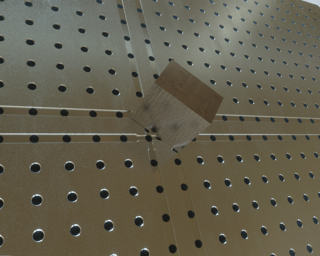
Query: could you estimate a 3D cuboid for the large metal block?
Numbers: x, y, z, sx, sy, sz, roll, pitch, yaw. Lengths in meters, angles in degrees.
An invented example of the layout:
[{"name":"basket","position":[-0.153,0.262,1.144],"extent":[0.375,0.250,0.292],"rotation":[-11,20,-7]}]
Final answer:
[{"name":"large metal block","position":[0.020,-0.026,0.399],"extent":[0.080,0.080,0.050],"rotation":[36,51,-5]}]
